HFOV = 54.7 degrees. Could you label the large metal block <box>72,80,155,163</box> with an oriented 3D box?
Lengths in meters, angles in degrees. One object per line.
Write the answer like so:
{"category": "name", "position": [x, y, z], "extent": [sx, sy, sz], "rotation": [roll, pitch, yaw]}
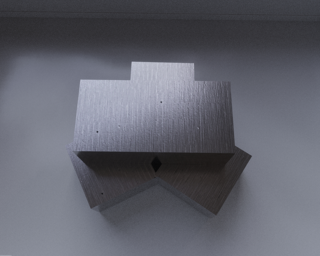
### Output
{"category": "large metal block", "position": [-0.046, -0.006, 0.343], "extent": [0.080, 0.050, 0.080], "rotation": [1, 70, 0]}

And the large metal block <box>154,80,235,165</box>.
{"category": "large metal block", "position": [0.035, -0.005, 0.342], "extent": [0.080, 0.050, 0.080], "rotation": [1, 70, 0]}

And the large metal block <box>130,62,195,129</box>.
{"category": "large metal block", "position": [0.003, -0.039, 0.409], "extent": [0.080, 0.050, 0.080], "rotation": [2, 70, 0]}

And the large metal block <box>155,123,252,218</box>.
{"category": "large metal block", "position": [0.050, 0.051, 0.375], "extent": [0.080, 0.050, 0.080], "rotation": [32, 73, 11]}

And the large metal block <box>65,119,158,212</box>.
{"category": "large metal block", "position": [-0.057, 0.046, 0.377], "extent": [0.080, 0.050, 0.080], "rotation": [-25, 72, -9]}
